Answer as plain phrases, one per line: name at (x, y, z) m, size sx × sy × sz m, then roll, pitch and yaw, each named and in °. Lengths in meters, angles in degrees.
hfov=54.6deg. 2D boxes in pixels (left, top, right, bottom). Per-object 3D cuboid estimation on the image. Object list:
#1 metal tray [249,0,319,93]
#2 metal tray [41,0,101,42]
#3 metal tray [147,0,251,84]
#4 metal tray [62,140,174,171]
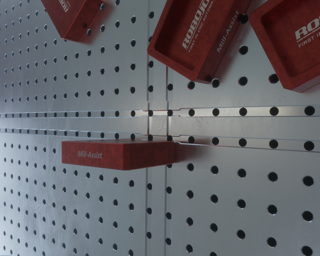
metal tray at (0.157, -0.101, 0.276) m, size 0.130 × 0.030 × 0.090 m, roll -32°, pitch 70°, yaw 35°
metal tray at (-0.161, -0.226, 0.541) m, size 0.090 × 0.030 × 0.130 m, roll -46°, pitch 62°, yaw 30°
metal tray at (0.045, -0.130, 0.369) m, size 0.090 × 0.030 × 0.129 m, roll 38°, pitch 113°, yaw 33°
metal tray at (-0.058, 0.032, 0.415) m, size 0.130 × 0.091 × 0.030 m, roll 0°, pitch 90°, yaw 40°
